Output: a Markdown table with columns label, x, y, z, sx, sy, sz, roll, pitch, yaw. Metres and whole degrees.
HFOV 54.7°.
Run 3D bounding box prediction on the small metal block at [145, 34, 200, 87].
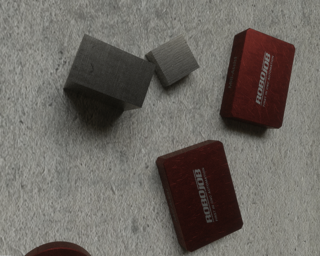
| label | x | y | z | sx | sy | sz | roll | pitch | yaw |
| --- | --- | --- | --- | --- | --- | --- | --- | --- | --- |
| small metal block | 0.017 | -0.090 | 0.415 | 0.050 | 0.025 | 0.050 | -33 | 101 | -17 |

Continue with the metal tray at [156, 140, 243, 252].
| label | x | y | z | sx | sy | sz | roll | pitch | yaw |
| --- | --- | --- | --- | --- | --- | --- | --- | --- | --- |
| metal tray | 0.056 | 0.090 | 0.427 | 0.091 | 0.030 | 0.129 | -17 | 96 | -19 |

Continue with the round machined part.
| label | x | y | z | sx | sy | sz | roll | pitch | yaw |
| --- | --- | --- | --- | --- | --- | --- | --- | --- | --- |
| round machined part | -0.121 | 0.179 | 0.356 | 0.099 | 0.042 | 0.097 | 0 | 90 | -20 |

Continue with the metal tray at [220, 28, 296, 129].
| label | x | y | z | sx | sy | sz | roll | pitch | yaw |
| --- | --- | --- | --- | --- | --- | --- | --- | --- | --- |
| metal tray | 0.146 | -0.070 | 0.460 | 0.091 | 0.030 | 0.129 | 13 | 86 | -20 |

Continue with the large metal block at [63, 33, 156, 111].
| label | x | y | z | sx | sy | sz | roll | pitch | yaw |
| --- | --- | --- | --- | --- | --- | --- | --- | --- | --- |
| large metal block | -0.061 | -0.058 | 0.357 | 0.080 | 0.080 | 0.050 | 20 | 83 | -19 |
